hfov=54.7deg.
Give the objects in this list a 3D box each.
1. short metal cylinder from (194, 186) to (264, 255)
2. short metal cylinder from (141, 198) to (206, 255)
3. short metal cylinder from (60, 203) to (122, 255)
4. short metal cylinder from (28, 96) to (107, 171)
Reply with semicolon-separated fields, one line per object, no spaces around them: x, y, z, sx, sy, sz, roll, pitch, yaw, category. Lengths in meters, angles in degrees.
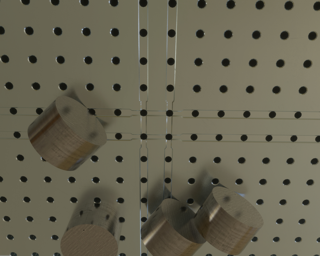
0.095;0.127;0.432;0.080;0.080;0.050;27;108;-10;short metal cylinder
0.020;0.147;0.438;0.080;0.080;0.050;34;107;-12;short metal cylinder
-0.099;0.159;0.458;0.081;0.050;0.079;0;110;0;short metal cylinder
-0.113;0.006;0.385;0.050;0.080;0.080;-41;105;14;short metal cylinder
